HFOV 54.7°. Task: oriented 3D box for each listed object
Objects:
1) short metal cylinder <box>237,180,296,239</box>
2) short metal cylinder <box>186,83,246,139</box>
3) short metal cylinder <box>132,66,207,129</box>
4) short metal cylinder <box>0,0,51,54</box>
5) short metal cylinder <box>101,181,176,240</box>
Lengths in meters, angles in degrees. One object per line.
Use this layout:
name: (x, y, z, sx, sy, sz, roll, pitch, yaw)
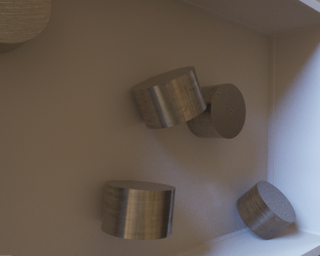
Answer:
short metal cylinder: (0.176, 0.135, 0.514, 0.080, 0.050, 0.080, 28, 30, -18)
short metal cylinder: (0.083, -0.024, 0.463, 0.081, 0.050, 0.079, 0, 90, -40)
short metal cylinder: (0.012, -0.038, 0.382, 0.081, 0.080, 0.050, -33, 111, -35)
short metal cylinder: (-0.144, -0.109, 0.270, 0.081, 0.050, 0.079, 0, 90, -40)
short metal cylinder: (-0.024, 0.090, 0.353, 0.081, 0.080, 0.050, 8, 85, -40)
